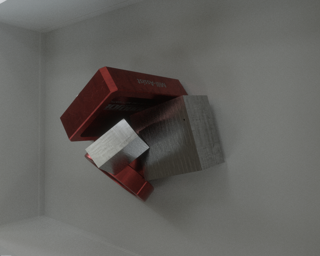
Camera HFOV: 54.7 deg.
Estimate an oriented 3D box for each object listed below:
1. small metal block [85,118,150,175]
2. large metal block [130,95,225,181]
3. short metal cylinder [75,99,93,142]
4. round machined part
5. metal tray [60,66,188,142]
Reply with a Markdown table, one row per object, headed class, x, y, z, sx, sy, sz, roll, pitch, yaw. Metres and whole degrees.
| class | x | y | z | sx | sy | sz | roll | pitch | yaw |
| --- | --- | --- | --- | --- | --- | --- | --- | --- | --- |
| small metal block | -0.044 | 0.022 | 0.334 | 0.050 | 0.050 | 0.025 | -39 | 70 | -2 |
| large metal block | 0.019 | 0.012 | 0.362 | 0.080 | 0.050 | 0.080 | -18 | 83 | 38 |
| short metal cylinder | -0.075 | -0.016 | 0.428 | 0.050 | 0.081 | 0.079 | 28 | 108 | 36 |
| round machined part | -0.046 | 0.050 | 0.405 | 0.098 | 0.098 | 0.042 | 26 | 71 | 36 |
| metal tray | -0.037 | -0.024 | 0.364 | 0.090 | 0.131 | 0.030 | -42 | 66 | 31 |
